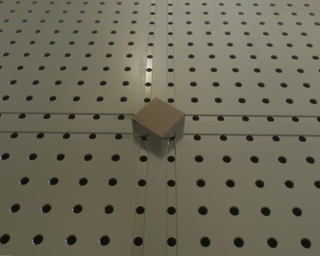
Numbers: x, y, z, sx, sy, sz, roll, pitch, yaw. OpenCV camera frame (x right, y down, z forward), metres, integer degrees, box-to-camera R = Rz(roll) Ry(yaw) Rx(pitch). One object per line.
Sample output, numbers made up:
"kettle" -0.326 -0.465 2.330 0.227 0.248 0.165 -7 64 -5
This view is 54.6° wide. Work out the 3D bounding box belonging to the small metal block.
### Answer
"small metal block" -0.002 -0.008 0.415 0.050 0.025 0.050 32 57 23
